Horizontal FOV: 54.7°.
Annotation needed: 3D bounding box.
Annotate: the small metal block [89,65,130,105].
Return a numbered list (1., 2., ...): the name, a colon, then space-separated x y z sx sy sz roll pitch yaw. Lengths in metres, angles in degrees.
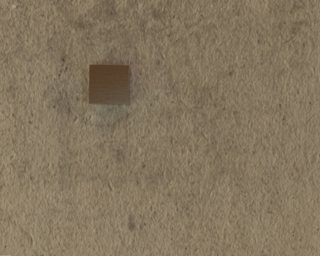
1. small metal block: -0.066 -0.056 0.409 0.050 0.025 0.050 1 90 -1
